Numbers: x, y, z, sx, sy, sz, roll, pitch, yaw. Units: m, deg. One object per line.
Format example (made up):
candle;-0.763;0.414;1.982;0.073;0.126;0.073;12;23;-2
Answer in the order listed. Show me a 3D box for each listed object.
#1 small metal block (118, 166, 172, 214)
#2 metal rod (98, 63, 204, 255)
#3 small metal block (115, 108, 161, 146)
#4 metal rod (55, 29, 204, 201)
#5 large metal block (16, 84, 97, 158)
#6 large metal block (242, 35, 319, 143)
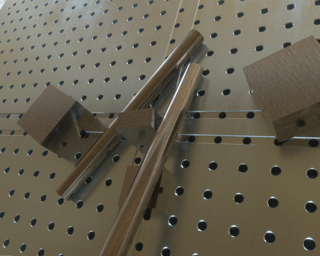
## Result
small metal block;-0.017;0.074;0.372;0.050;0.025;0.050;-3;60;26
metal rod;-0.005;0.036;0.357;0.025;0.025;0.300;5;54;30
small metal block;-0.022;0.000;0.404;0.050;0.050;0.025;-7;59;25
metal rod;-0.038;-0.024;0.442;0.025;0.025;0.300;33;80;38
large metal block;-0.162;-0.012;0.485;0.080;0.050;0.080;29;78;37
large metal block;0.149;-0.042;0.340;0.080;0.050;0.080;-25;53;13
